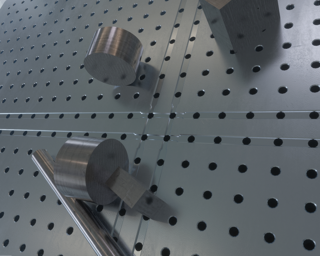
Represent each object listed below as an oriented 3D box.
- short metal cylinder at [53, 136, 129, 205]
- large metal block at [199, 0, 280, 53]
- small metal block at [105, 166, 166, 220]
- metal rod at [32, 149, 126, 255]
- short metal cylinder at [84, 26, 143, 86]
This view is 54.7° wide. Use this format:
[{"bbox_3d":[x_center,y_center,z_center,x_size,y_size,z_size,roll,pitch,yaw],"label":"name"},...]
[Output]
[{"bbox_3d":[-0.083,0.051,0.385,0.050,0.080,0.080,4,64,30],"label":"short metal cylinder"},{"bbox_3d":[0.108,-0.164,0.417,0.080,0.080,0.050,-39,51,2],"label":"large metal block"},{"bbox_3d":[-0.028,0.076,0.360,0.050,0.050,0.025,32,80,38],"label":"small metal block"},{"bbox_3d":[-0.092,0.115,0.386,0.025,0.025,0.300,-48,51,-6],"label":"metal rod"},{"bbox_3d":[-0.070,-0.108,0.476,0.080,0.080,0.050,-2,61,27],"label":"short metal cylinder"}]
